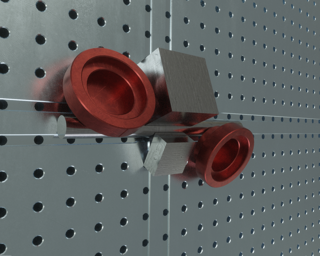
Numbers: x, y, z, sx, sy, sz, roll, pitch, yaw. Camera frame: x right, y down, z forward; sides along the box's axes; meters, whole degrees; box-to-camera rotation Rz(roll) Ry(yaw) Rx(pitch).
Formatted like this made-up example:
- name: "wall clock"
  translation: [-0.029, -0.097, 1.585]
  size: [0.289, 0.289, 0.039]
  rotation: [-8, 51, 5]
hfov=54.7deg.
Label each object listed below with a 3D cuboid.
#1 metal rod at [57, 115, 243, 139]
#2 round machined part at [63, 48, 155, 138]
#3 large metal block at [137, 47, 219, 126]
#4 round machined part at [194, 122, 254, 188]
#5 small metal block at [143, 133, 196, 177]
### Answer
- name: "metal rod"
  translation: [0.013, 0.000, 0.421]
  size: [0.302, 0.025, 0.025]
  rotation: [0, 90, -40]
- name: "round machined part"
  translation: [-0.057, -0.034, 0.334]
  size: [0.099, 0.042, 0.098]
  rotation: [21, 52, -29]
- name: "large metal block"
  translation: [0.021, -0.048, 0.396]
  size: [0.081, 0.050, 0.080]
  rotation: [1, 71, -40]
- name: "round machined part"
  translation: [0.089, 0.036, 0.457]
  size: [0.099, 0.042, 0.097]
  rotation: [-21, 127, -29]
- name: "small metal block"
  translation: [0.012, 0.034, 0.407]
  size: [0.050, 0.025, 0.050]
  rotation: [1, 118, -40]
